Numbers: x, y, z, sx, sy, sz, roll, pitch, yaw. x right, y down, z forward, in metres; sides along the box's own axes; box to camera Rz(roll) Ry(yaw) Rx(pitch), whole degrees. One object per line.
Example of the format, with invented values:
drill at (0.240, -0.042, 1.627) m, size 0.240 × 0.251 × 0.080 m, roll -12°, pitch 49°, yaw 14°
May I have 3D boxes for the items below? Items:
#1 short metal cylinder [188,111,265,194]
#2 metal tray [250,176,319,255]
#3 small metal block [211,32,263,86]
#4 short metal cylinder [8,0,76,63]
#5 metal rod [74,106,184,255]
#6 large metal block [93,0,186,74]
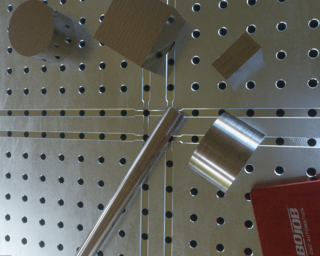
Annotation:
short metal cylinder at (0.076, 0.028, 0.356) m, size 0.050 × 0.080 × 0.080 m, roll 34°, pitch 101°, yaw 17°
metal tray at (0.162, 0.125, 0.353) m, size 0.090 × 0.030 × 0.129 m, roll -12°, pitch 86°, yaw 19°
small metal block at (0.093, -0.080, 0.366) m, size 0.050 × 0.050 × 0.025 m, roll -43°, pitch 77°, yaw 15°
short metal cylinder at (-0.174, -0.141, 0.461) m, size 0.080 × 0.050 × 0.080 m, roll 0°, pitch 90°, yaw 20°
metal rod at (-0.057, 0.102, 0.432) m, size 0.025 × 0.025 × 0.299 m, roll 35°, pitch 101°, yaw 16°
large metal block at (-0.026, -0.130, 0.409) m, size 0.080 × 0.050 × 0.080 m, roll 34°, pitch 101°, yaw 16°
